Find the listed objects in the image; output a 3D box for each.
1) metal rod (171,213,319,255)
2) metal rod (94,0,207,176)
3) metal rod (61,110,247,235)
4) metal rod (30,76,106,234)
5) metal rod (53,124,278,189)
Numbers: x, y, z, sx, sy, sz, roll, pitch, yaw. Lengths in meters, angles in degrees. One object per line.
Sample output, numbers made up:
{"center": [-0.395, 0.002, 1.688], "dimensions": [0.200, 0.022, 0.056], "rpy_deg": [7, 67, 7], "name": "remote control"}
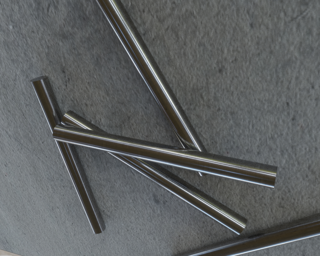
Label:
{"center": [0.115, 0.172, 0.451], "dimensions": [0.299, 0.025, 0.025], "rpy_deg": [-35, 99, 38], "name": "metal rod"}
{"center": [-0.013, -0.068, 0.370], "dimensions": [0.025, 0.025, 0.299], "rpy_deg": [-21, 108, 35], "name": "metal rod"}
{"center": [-0.013, 0.061, 0.449], "dimensions": [0.301, 0.025, 0.025], "rpy_deg": [31, 128, 7], "name": "metal rod"}
{"center": [-0.146, 0.059, 0.517], "dimensions": [0.025, 0.025, 0.298], "rpy_deg": [1, 119, 27], "name": "metal rod"}
{"center": [-0.010, 0.030, 0.395], "dimensions": [0.301, 0.025, 0.025], "rpy_deg": [10, 123, 22], "name": "metal rod"}
